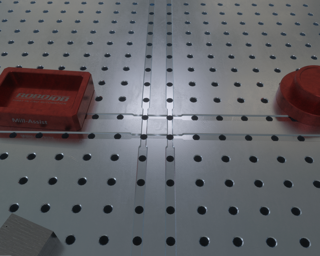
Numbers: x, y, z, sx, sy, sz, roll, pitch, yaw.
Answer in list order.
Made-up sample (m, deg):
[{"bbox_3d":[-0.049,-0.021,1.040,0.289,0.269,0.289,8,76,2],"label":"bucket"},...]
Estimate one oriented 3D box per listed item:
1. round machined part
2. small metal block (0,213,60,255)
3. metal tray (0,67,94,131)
[{"bbox_3d":[0.223,-0.052,0.442,0.099,0.042,0.098,0,50,0],"label":"round machined part"},{"bbox_3d":[-0.138,0.120,0.306,0.050,0.025,0.050,18,52,14],"label":"small metal block"},{"bbox_3d":[-0.169,-0.043,0.439,0.131,0.030,0.090,4,50,3],"label":"metal tray"}]
